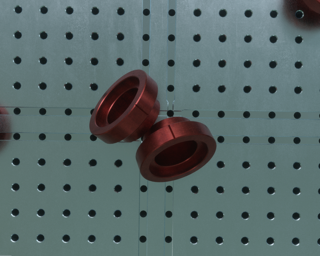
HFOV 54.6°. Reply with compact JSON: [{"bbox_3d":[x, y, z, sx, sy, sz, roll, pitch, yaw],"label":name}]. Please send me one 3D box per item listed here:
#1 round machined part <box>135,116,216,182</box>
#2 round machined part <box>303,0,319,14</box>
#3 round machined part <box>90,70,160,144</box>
[{"bbox_3d":[0.017,0.023,0.387,0.098,0.098,0.042,-23,55,0],"label":"round machined part"},{"bbox_3d":[0.228,-0.194,0.406,0.099,0.042,0.097,0,90,0],"label":"round machined part"},{"bbox_3d":[-0.038,-0.021,0.384,0.042,0.098,0.098,40,90,-32],"label":"round machined part"}]
